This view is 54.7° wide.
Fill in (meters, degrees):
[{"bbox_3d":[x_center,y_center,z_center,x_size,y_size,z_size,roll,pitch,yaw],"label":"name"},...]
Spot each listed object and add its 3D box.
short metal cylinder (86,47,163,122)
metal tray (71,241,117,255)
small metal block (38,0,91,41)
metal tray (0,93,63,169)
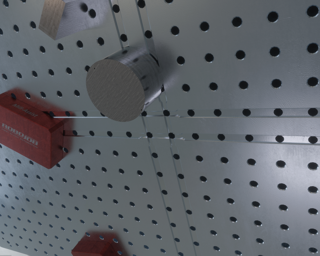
[{"bbox_3d":[-0.043,-0.054,0.384,0.080,0.050,0.079,13,124,21],"label":"short metal cylinder"},{"bbox_3d":[-0.121,0.299,0.657,0.090,0.030,0.129,-11,113,32],"label":"metal tray"},{"bbox_3d":[-0.112,-0.138,0.369,0.025,0.050,0.050,37,129,3],"label":"small metal block"},{"bbox_3d":[-0.230,0.005,0.533,0.130,0.030,0.089,25,127,12],"label":"metal tray"}]
